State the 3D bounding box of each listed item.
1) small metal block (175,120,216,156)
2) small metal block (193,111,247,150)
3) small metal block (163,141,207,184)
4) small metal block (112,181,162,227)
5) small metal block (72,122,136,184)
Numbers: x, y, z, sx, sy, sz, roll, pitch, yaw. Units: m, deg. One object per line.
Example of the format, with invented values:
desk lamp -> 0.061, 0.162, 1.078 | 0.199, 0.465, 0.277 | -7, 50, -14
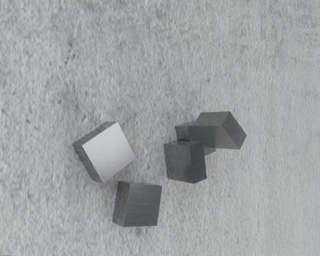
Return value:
small metal block -> 0.053, 0.016, 0.451 | 0.050, 0.025, 0.050 | -17, 101, -39
small metal block -> 0.083, 0.004, 0.428 | 0.050, 0.050, 0.025 | 48, 61, -30
small metal block -> 0.034, 0.044, 0.419 | 0.025, 0.050, 0.050 | -13, 98, -40
small metal block -> -0.027, 0.094, 0.384 | 0.050, 0.025, 0.050 | 13, 82, -40
small metal block -> -0.063, 0.027, 0.354 | 0.050, 0.025, 0.050 | -38, 114, -34
